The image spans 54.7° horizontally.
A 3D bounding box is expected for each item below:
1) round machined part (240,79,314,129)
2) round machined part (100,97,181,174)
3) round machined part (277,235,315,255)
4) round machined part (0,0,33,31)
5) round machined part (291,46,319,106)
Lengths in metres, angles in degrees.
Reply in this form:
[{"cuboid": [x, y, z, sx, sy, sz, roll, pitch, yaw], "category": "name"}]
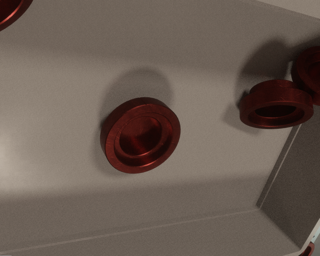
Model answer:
[{"cuboid": [0.165, -0.035, 0.446, 0.099, 0.098, 0.042, 21, 63, -37], "category": "round machined part"}, {"cuboid": [-0.027, 0.005, 0.388, 0.099, 0.042, 0.097, -14, 125, -21], "category": "round machined part"}, {"cuboid": [0.336, 0.310, 0.780, 0.099, 0.042, 0.097, -14, 125, -21], "category": "round machined part"}, {"cuboid": [-0.146, -0.108, 0.228, 0.098, 0.098, 0.042, -36, 90, -5], "category": "round machined part"}, {"cuboid": [0.244, -0.072, 0.462, 0.099, 0.098, 0.042, -23, 156, -15], "category": "round machined part"}]
